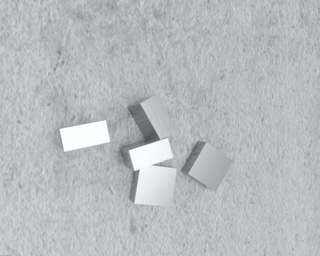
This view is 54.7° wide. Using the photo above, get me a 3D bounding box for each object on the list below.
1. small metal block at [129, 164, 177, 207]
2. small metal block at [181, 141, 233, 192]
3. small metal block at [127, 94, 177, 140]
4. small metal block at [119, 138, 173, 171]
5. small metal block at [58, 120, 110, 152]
[{"bbox_3d":[-0.009,0.074,0.407,0.050,0.025,0.050,10,87,-20],"label":"small metal block"},{"bbox_3d":[0.066,0.053,0.435,0.050,0.025,0.050,35,79,-17],"label":"small metal block"},{"bbox_3d":[-0.011,-0.013,0.392,0.025,0.050,0.050,-33,101,-21],"label":"small metal block"},{"bbox_3d":[-0.019,0.031,0.390,0.050,0.050,0.025,-17,96,-19],"label":"small metal block"},{"bbox_3d":[-0.090,0.008,0.363,0.050,0.050,0.025,-12,95,-20],"label":"small metal block"}]
